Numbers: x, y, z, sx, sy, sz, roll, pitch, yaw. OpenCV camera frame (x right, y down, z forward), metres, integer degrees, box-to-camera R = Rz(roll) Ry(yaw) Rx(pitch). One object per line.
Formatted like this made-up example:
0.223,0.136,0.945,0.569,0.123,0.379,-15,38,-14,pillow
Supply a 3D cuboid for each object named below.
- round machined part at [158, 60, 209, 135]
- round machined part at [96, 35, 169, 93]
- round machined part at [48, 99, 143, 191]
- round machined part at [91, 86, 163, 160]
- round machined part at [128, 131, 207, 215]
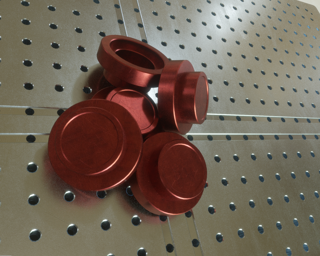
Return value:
0.036,-0.040,0.404,0.042,0.098,0.098,4,49,23,round machined part
-0.037,-0.081,0.414,0.099,0.042,0.098,19,33,-13,round machined part
-0.068,0.016,0.321,0.099,0.042,0.098,0,78,2,round machined part
-0.041,-0.013,0.383,0.099,0.042,0.098,14,56,-21,round machined part
0.016,0.051,0.360,0.099,0.042,0.098,12,67,-31,round machined part
